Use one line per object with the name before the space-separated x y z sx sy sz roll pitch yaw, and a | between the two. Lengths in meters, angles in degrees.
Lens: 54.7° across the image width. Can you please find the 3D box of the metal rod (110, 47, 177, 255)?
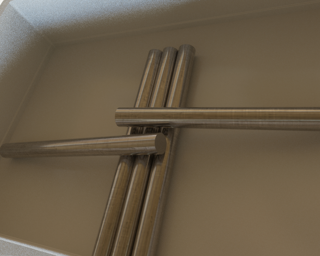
metal rod | -0.014 0.018 0.399 0.025 0.025 0.300 -1 61 27

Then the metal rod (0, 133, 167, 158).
metal rod | -0.126 0.028 0.430 0.300 0.025 0.025 -4 60 32

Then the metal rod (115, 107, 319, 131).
metal rod | 0.089 -0.011 0.341 0.301 0.025 0.025 1 62 21

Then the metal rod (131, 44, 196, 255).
metal rod | 0.009 0.018 0.387 0.025 0.025 0.300 -1 61 27

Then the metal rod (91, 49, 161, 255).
metal rod | -0.035 0.019 0.410 0.025 0.025 0.300 -1 61 27
